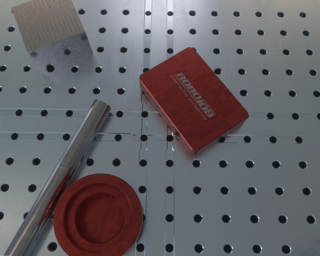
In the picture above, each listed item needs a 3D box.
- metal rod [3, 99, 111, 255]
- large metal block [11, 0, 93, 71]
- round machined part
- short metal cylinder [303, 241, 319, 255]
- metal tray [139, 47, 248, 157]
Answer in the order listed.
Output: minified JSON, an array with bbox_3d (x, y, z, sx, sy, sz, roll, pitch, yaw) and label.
[{"bbox_3d":[-0.141,0.096,0.375,0.025,0.025,0.300,23,71,8],"label":"metal rod"},{"bbox_3d":[-0.154,-0.141,0.449,0.080,0.050,0.080,-23,72,-8],"label":"large metal block"},{"bbox_3d":[-0.069,0.106,0.363,0.099,0.042,0.098,0,70,0],"label":"round machined part"},{"bbox_3d":[0.205,0.165,0.340,0.081,0.050,0.080,0,70,0],"label":"short metal cylinder"},{"bbox_3d":[0.043,-0.038,0.423,0.090,0.030,0.130,-33,73,-11],"label":"metal tray"}]
